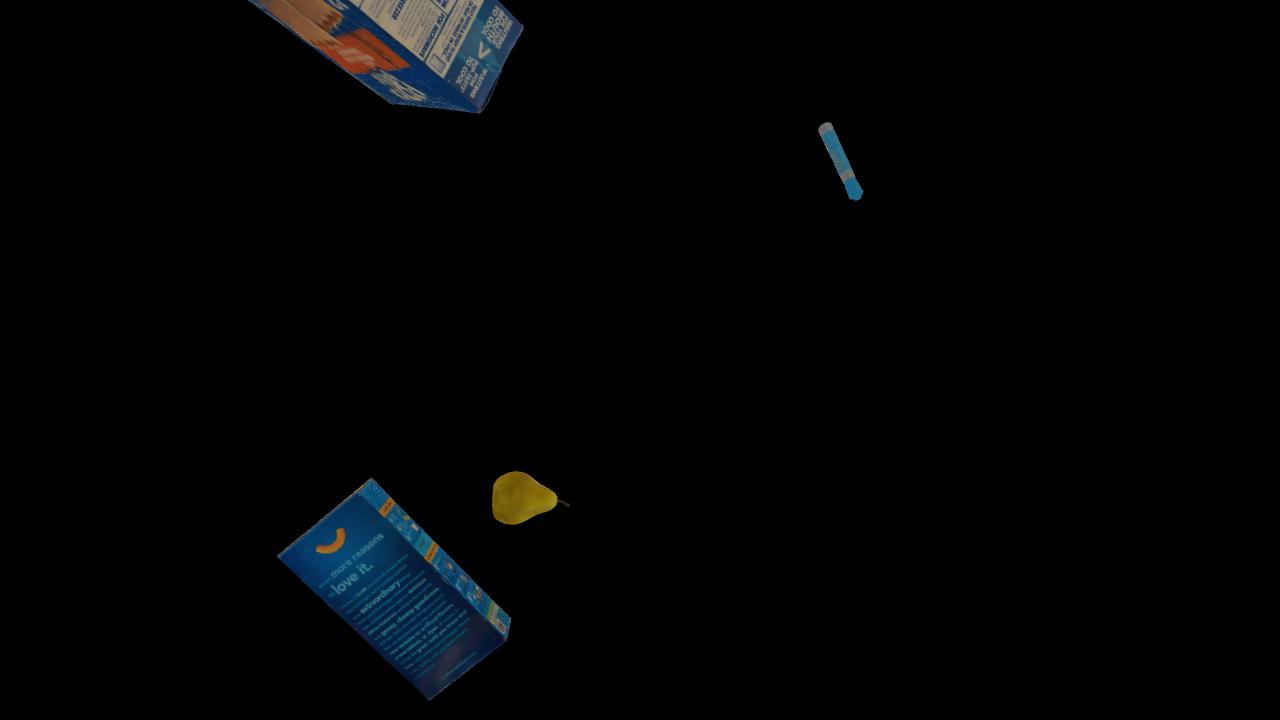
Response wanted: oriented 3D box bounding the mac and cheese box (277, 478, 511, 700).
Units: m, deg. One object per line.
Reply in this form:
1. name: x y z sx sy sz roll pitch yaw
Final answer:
1. mac and cheese box: -0.210 0.202 0.540 0.093 0.184 0.041 -39 10 4

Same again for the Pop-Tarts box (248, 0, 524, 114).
1. Pop-Tarts box: -0.202 -0.272 0.479 0.167 0.083 0.141 25 -2 40

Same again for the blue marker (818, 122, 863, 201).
1. blue marker: 0.265 -0.261 0.811 0.020 0.121 0.020 -14 -21 -5

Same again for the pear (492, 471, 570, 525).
1. pear: -0.161 0.202 0.906 0.111 0.080 0.080 0 0 -12
